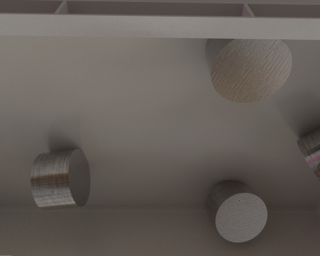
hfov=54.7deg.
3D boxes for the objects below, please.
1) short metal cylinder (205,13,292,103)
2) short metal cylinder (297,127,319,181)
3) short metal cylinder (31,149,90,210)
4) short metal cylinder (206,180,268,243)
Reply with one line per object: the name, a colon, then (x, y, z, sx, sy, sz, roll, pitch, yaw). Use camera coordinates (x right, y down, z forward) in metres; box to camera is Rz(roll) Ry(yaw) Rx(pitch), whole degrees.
short metal cylinder: (0.091, -0.074, 0.331, 0.081, 0.050, 0.079, 0, 130, 0)
short metal cylinder: (0.226, 0.037, 0.406, 0.050, 0.080, 0.080, -36, 122, 26)
short metal cylinder: (-0.136, 0.072, 0.433, 0.050, 0.080, 0.080, -7, 130, 6)
short metal cylinder: (0.117, 0.128, 0.481, 0.081, 0.050, 0.079, -2, 102, -8)
